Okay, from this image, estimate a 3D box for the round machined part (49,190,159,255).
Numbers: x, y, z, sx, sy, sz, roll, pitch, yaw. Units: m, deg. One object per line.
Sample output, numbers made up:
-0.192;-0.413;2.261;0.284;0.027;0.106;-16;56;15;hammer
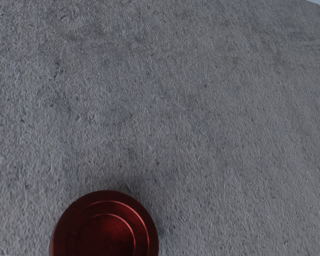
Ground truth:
-0.054;0.113;0.295;0.099;0.042;0.098;14;56;-21;round machined part
